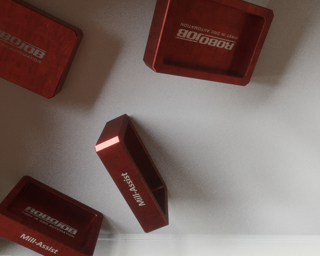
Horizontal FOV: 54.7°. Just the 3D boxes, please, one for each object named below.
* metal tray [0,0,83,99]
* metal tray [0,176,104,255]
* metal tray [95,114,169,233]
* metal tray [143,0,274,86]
[{"bbox_3d":[-0.171,-0.103,0.369,0.131,0.030,0.089,25,108,-9],"label":"metal tray"},{"bbox_3d":[-0.148,0.126,0.421,0.130,0.090,0.030,31,107,-11],"label":"metal tray"},{"bbox_3d":[-0.031,0.055,0.396,0.030,0.090,0.130,-24,109,9],"label":"metal tray"},{"bbox_3d":[0.055,-0.100,0.343,0.131,0.030,0.089,4,114,-27],"label":"metal tray"}]
